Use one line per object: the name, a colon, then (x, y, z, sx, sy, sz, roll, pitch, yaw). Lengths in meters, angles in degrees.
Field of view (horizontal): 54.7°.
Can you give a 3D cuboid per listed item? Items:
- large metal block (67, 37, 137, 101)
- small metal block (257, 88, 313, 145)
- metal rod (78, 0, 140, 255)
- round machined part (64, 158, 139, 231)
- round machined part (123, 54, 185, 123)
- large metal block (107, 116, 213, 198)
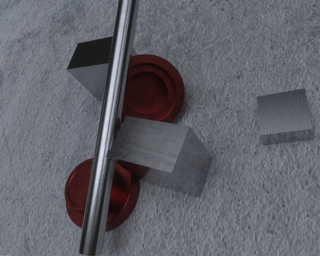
large metal block: (-0.074, -0.086, 0.459, 0.080, 0.080, 0.050, -2, 60, 27)
small metal block: (0.136, -0.012, 0.340, 0.050, 0.025, 0.050, -9, 58, 23)
metal rod: (-0.055, -0.014, 0.354, 0.025, 0.025, 0.299, 2, 79, 29)
round machined part: (-0.079, 0.076, 0.388, 0.098, 0.042, 0.098, -13, 56, 21)
round machined part: (-0.020, -0.046, 0.409, 0.098, 0.098, 0.042, -41, 12, 0)
large metal block: (0.003, 0.033, 0.347, 0.080, 0.080, 0.050, 10, 67, 32)
